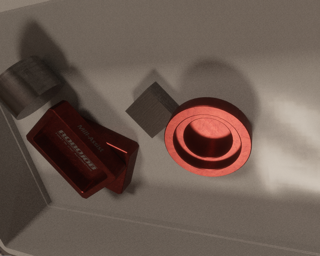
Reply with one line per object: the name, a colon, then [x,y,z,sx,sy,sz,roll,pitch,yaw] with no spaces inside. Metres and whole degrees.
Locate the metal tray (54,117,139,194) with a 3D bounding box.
metal tray: [-0.103,0.038,0.481,0.130,0.030,0.089,24,127,12]

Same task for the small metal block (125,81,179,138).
small metal block: [-0.008,-0.023,0.398,0.050,0.025,0.050,46,129,-4]

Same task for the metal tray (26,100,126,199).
metal tray: [-0.123,0.034,0.449,0.130,0.030,0.090,49,128,-7]

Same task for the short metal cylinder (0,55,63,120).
short metal cylinder: [-0.185,-0.056,0.433,0.080,0.080,0.050,-35,99,38]

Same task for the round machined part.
round machined part: [0.058,0.007,0.364,0.098,0.042,0.097,8,124,13]
